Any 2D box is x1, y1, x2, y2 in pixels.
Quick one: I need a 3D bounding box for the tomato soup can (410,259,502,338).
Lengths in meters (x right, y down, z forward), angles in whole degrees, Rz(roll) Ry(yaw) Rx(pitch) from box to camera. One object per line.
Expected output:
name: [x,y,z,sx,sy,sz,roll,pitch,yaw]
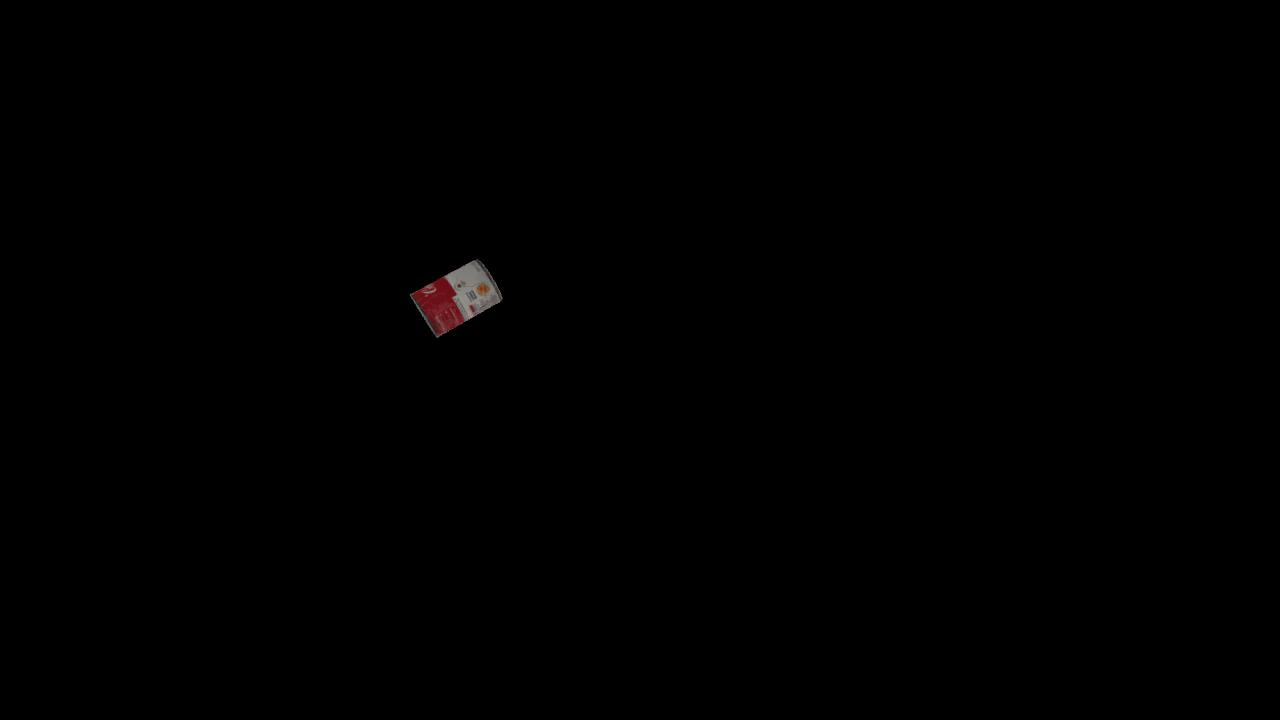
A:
tomato soup can: [-0.244,-0.083,0.823,0.101,0.068,0.068,-32,10,-16]
